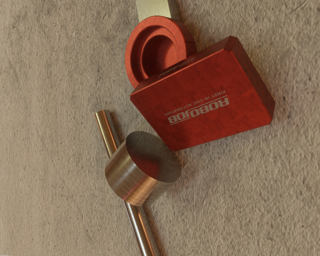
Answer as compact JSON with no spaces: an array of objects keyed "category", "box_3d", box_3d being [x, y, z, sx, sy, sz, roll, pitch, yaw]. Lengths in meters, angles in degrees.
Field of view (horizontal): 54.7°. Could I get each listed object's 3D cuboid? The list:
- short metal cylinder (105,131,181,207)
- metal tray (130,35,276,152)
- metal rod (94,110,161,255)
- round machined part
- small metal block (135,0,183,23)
[{"category":"short metal cylinder","box_3d":[-0.021,0.050,0.386,0.050,0.081,0.080,-50,61,28]},{"category":"metal tray","box_3d":[0.042,-0.029,0.333,0.130,0.030,0.090,-20,117,38]},{"category":"metal rod","box_3d":[-0.036,0.110,0.434,0.025,0.025,0.299,-34,69,35]},{"category":"round machined part","box_3d":[0.006,-0.086,0.385,0.098,0.042,0.097,7,101,39]},{"category":"small metal block","box_3d":[-0.002,-0.153,0.406,0.050,0.025,0.050,-17,79,38]}]
